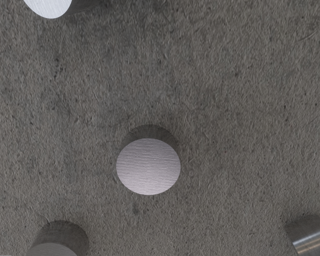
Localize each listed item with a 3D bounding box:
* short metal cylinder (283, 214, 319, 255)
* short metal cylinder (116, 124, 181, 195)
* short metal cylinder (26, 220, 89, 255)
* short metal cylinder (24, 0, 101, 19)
[{"bbox_3d":[0.221,0.171,0.445,0.050,0.080,0.080,-27,108,10],"label":"short metal cylinder"},{"bbox_3d":[-0.014,0.041,0.411,0.081,0.050,0.079,0,110,0],"label":"short metal cylinder"},{"bbox_3d":[-0.152,0.187,0.464,0.081,0.050,0.079,0,110,0],"label":"short metal cylinder"},{"bbox_3d":[-0.103,-0.159,0.319,0.080,0.050,0.079,15,123,24],"label":"short metal cylinder"}]
